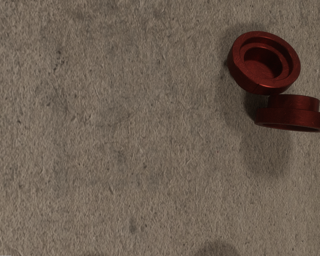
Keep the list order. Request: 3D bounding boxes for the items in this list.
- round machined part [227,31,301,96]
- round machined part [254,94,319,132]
[{"bbox_3d":[0.142,-0.086,0.440,0.099,0.042,0.098,4,63,-7],"label":"round machined part"},{"bbox_3d":[0.188,-0.021,0.442,0.099,0.098,0.042,9,87,-20],"label":"round machined part"}]
